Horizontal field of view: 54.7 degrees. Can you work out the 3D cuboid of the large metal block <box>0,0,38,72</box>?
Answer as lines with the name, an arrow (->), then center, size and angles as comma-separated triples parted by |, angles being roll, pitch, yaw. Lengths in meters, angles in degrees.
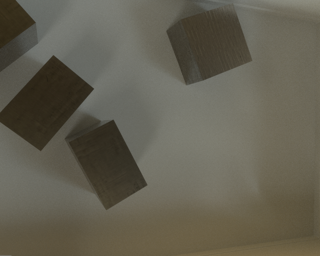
large metal block -> -0.176, -0.092, 0.316 | 0.080, 0.080, 0.050 | -44, 104, -15

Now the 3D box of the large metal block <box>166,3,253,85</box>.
large metal block -> 0.066, -0.112, 0.421 | 0.081, 0.050, 0.080 | -24, 98, -19

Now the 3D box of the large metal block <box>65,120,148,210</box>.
large metal block -> -0.065, 0.038, 0.357 | 0.050, 0.080, 0.080 | -29, 100, -18

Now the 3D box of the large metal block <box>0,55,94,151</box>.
large metal block -> -0.123, -0.025, 0.336 | 0.050, 0.080, 0.080 | 41, 77, -16
